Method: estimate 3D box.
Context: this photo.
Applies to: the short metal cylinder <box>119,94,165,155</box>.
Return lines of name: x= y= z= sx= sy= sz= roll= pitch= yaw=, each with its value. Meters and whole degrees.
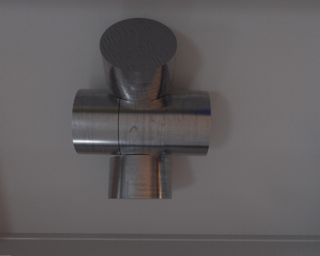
short metal cylinder: x=-0.020 y=-0.006 z=0.377 sx=0.050 sy=0.080 sz=0.079 roll=1 pitch=110 yaw=0

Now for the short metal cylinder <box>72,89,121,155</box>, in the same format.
short metal cylinder: x=-0.071 y=-0.007 z=0.377 sx=0.050 sy=0.080 sz=0.079 roll=1 pitch=110 yaw=0

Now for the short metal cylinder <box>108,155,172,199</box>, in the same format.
short metal cylinder: x=-0.025 y=0.065 z=0.396 sx=0.081 sy=0.080 sz=0.050 roll=0 pitch=76 yaw=0

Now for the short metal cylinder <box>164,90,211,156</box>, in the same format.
short metal cylinder: x=0.031 y=-0.006 z=0.378 sx=0.050 sy=0.080 sz=0.079 roll=1 pitch=110 yaw=0

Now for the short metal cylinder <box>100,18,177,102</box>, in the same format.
short metal cylinder: x=-0.023 y=-0.076 z=0.344 sx=0.081 sy=0.080 sz=0.050 roll=2 pitch=148 yaw=-1
